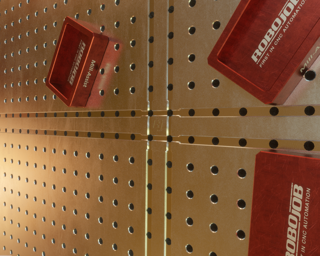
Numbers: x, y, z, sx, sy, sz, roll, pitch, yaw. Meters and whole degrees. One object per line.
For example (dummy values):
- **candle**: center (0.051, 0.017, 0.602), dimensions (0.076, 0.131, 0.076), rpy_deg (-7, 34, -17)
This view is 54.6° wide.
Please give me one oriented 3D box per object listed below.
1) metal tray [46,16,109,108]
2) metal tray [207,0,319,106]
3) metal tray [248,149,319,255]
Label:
- **metal tray**: center (-0.144, -0.111, 0.526), dimensions (0.090, 0.030, 0.129), rpy_deg (38, 113, 33)
- **metal tray**: center (0.117, -0.099, 0.309), dimensions (0.090, 0.030, 0.129), rpy_deg (44, 116, 31)
- **metal tray**: center (0.135, 0.090, 0.295), dimensions (0.090, 0.030, 0.129), rpy_deg (6, 94, 40)
